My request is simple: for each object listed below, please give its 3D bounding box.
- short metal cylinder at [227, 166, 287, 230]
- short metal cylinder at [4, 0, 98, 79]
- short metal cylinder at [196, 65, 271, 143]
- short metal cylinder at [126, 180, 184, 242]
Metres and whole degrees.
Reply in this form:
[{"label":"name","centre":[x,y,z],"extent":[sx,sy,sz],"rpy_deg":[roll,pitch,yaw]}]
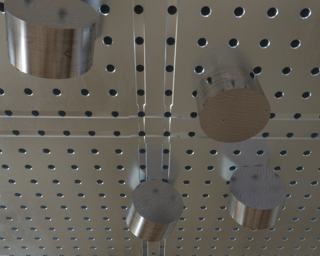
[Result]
[{"label":"short metal cylinder","centre":[0.144,0.104,0.466],"extent":[0.080,0.080,0.050],"rpy_deg":[-3,130,2]},{"label":"short metal cylinder","centre":[-0.103,-0.090,0.297],"extent":[0.081,0.080,0.050],"rpy_deg":[10,129,-9]},{"label":"short metal cylinder","centre":[0.085,-0.028,0.373],"extent":[0.081,0.050,0.079],"rpy_deg":[0,130,0]},{"label":"short metal cylinder","centre":[-0.009,0.129,0.485],"extent":[0.081,0.080,0.050],"rpy_deg":[11,129,-10]}]
